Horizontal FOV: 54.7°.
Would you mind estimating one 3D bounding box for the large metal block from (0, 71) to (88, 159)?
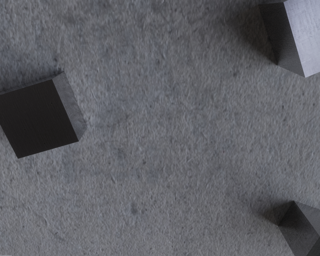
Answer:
[{"bbox_3d":[-0.148,-0.017,0.388,0.080,0.050,0.080,-16,110,5],"label":"large metal block"}]

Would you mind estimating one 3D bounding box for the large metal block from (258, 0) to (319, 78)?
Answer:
[{"bbox_3d":[0.157,-0.109,0.342,0.050,0.080,0.080,-23,109,8],"label":"large metal block"}]

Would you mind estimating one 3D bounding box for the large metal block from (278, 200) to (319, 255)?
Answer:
[{"bbox_3d":[0.230,0.158,0.442,0.080,0.080,0.050,20,109,-8],"label":"large metal block"}]
